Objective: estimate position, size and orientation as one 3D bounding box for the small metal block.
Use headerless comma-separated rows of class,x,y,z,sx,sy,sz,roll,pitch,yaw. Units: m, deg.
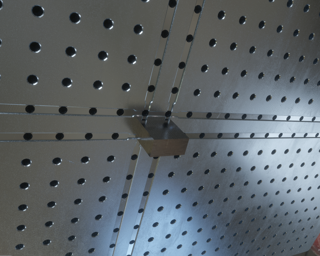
small metal block,0.002,0.013,0.406,0.050,0.050,0.025,-1,119,-28
